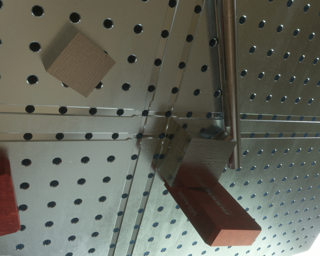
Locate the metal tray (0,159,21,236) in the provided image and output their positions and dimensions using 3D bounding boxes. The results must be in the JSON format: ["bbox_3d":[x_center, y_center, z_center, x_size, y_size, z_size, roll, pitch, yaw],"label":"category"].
[{"bbox_3d":[-0.230,0.089,0.338,0.131,0.030,0.089,-9,123,-24],"label":"metal tray"}]

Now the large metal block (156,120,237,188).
[{"bbox_3d":[0.051,0.039,0.449,0.081,0.050,0.079,6,115,-32],"label":"large metal block"}]

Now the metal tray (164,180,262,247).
[{"bbox_3d":[0.074,0.114,0.456,0.091,0.130,0.030,14,111,-35],"label":"metal tray"}]

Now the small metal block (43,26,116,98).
[{"bbox_3d":[-0.084,-0.068,0.324,0.050,0.025,0.050,-49,129,6],"label":"small metal block"}]

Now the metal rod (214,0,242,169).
[{"bbox_3d":[0.097,-0.057,0.431,0.025,0.025,0.298,-24,127,-14],"label":"metal rod"}]
